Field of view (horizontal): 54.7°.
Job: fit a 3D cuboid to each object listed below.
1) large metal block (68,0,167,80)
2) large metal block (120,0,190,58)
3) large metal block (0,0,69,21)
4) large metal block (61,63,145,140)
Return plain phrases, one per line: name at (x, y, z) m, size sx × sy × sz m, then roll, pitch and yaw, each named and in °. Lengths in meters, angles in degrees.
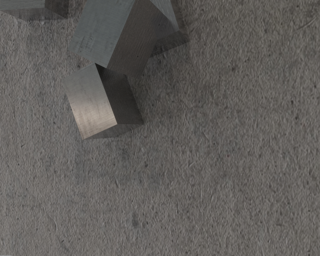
large metal block at (-0.043, -0.105, 0.342) m, size 0.050 × 0.080 × 0.080 m, roll 28°, pitch 99°, yaw 18°
large metal block at (-0.016, -0.140, 0.401) m, size 0.080 × 0.050 × 0.080 m, roll -18°, pitch 84°, yaw 19°
large metal block at (-0.185, -0.208, 0.461) m, size 0.080 × 0.050 × 0.079 m, roll 5°, pitch 92°, yaw 20°
large metal block at (-0.071, -0.032, 0.405) m, size 0.050 × 0.080 × 0.080 m, roll -23°, pitch 82°, yaw 18°
